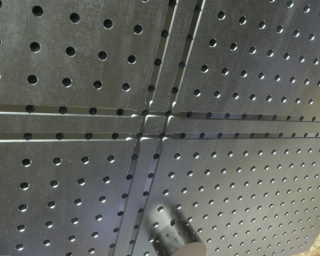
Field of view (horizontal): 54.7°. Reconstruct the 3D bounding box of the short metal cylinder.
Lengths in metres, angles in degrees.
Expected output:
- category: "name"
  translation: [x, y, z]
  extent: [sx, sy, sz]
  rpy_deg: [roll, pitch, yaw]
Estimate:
- category: "short metal cylinder"
  translation: [0.035, 0.213, 0.548]
  extent: [0.081, 0.050, 0.079]
  rpy_deg: [-14, 124, -21]
